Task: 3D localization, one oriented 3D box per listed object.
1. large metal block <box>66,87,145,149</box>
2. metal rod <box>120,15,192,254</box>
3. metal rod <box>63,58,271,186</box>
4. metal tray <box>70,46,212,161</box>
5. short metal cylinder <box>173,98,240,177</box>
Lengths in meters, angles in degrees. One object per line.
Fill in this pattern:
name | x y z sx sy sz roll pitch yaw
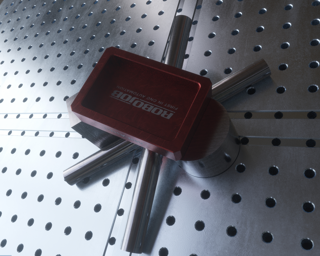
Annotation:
large metal block | -0.065 -0.020 0.417 0.080 0.080 0.050 -30 52 9
metal rod | 0.000 -0.005 0.381 0.025 0.025 0.299 4 73 29
metal rod | 0.003 -0.004 0.408 0.301 0.025 0.025 -29 52 9
metal tray | -0.019 -0.030 0.342 0.130 0.030 0.090 22 72 16
short metal cylinder | 0.047 0.011 0.359 0.080 0.050 0.080 -13 56 20
